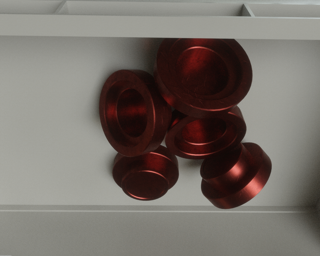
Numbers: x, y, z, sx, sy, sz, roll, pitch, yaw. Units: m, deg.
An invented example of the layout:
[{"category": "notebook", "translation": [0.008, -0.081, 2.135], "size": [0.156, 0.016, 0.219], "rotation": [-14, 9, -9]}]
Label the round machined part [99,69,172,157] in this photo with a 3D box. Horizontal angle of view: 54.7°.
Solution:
[{"category": "round machined part", "translation": [-0.025, -0.018, 0.358], "size": [0.042, 0.098, 0.097], "rotation": [-10, 143, -44]}]

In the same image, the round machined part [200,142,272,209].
[{"category": "round machined part", "translation": [0.092, 0.054, 0.410], "size": [0.098, 0.098, 0.042], "rotation": [-35, 110, 26]}]

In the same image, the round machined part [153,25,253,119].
[{"category": "round machined part", "translation": [0.042, -0.055, 0.324], "size": [0.099, 0.098, 0.042], "rotation": [9, 158, -8]}]

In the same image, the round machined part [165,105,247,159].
[{"category": "round machined part", "translation": [0.053, -0.005, 0.385], "size": [0.099, 0.042, 0.097], "rotation": [-5, 142, -4]}]

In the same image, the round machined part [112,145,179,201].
[{"category": "round machined part", "translation": [-0.021, 0.071, 0.458], "size": [0.099, 0.042, 0.097], "rotation": [0, 130, 0]}]
